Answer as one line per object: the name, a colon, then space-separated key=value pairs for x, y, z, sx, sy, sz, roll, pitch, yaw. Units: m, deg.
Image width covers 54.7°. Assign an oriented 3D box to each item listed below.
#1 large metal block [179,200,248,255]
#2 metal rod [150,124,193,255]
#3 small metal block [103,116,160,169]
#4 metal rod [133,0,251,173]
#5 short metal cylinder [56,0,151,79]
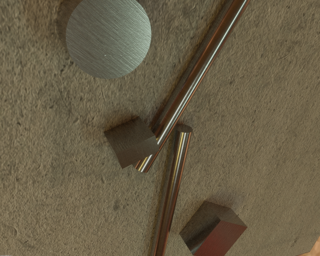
large metal block: x=0.097 y=0.186 z=0.561 sx=0.080 sy=0.050 sz=0.080 roll=25 pitch=105 yaw=-37
metal rod: x=0.011 y=0.131 z=0.495 sx=0.025 sy=0.025 sz=0.298 roll=-5 pitch=121 yaw=-26
small metal block: x=-0.036 y=0.017 z=0.383 sx=0.050 sy=0.050 sz=0.025 roll=-25 pitch=128 yaw=-13
metal rod: x=0.046 y=-0.071 z=0.389 sx=0.025 sy=0.025 sz=0.298 roll=20 pitch=108 yaw=-36
short metal cylinder: x=-0.055 y=-0.094 z=0.303 sx=0.081 sy=0.050 sz=0.079 roll=-14 pitch=125 yaw=-21
